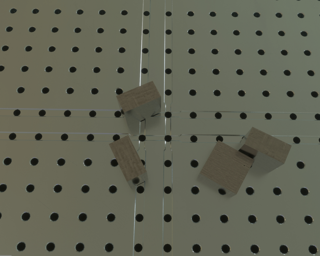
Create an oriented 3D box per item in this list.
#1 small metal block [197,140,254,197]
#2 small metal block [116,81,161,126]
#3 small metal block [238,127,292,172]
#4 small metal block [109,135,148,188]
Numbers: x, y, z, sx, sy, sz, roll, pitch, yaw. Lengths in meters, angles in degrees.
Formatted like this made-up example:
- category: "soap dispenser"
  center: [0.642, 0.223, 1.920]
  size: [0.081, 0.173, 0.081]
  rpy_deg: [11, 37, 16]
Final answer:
- category: "small metal block"
  center: [0.083, 0.052, 0.394]
  size: [0.050, 0.025, 0.050]
  rpy_deg: [30, 72, 10]
- category: "small metal block"
  center: [-0.027, -0.031, 0.410]
  size: [0.050, 0.050, 0.025]
  rpy_deg: [-24, 72, -9]
- category: "small metal block"
  center: [0.128, 0.028, 0.390]
  size: [0.050, 0.050, 0.025]
  rpy_deg: [27, 72, 9]
- category: "small metal block"
  center: [-0.038, 0.043, 0.382]
  size: [0.025, 0.050, 0.050]
  rpy_deg: [-26, 72, -9]
